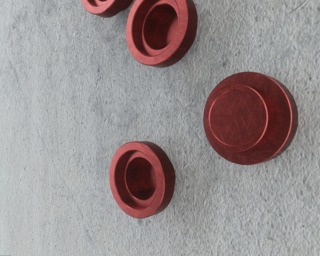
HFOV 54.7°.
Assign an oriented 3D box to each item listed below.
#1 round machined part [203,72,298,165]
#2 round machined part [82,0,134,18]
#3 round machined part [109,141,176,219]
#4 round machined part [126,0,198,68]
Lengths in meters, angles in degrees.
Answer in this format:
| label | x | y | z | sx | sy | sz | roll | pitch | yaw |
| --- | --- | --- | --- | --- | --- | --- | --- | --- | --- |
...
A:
| label | x | y | z | sx | sy | sz | roll | pitch | yaw |
| --- | --- | --- | --- | --- | --- | --- | --- | --- | --- |
| round machined part | 0.086 | -0.010 | 0.323 | 0.098 | 0.042 | 0.097 | 0 | 90 | 40 |
| round machined part | -0.070 | -0.210 | 0.452 | 0.098 | 0.042 | 0.097 | 0 | 90 | 40 |
| round machined part | -0.019 | 0.066 | 0.410 | 0.098 | 0.042 | 0.097 | 0 | 90 | 40 |
| round machined part | 0.007 | -0.124 | 0.389 | 0.098 | 0.042 | 0.097 | 0 | 90 | 40 |
